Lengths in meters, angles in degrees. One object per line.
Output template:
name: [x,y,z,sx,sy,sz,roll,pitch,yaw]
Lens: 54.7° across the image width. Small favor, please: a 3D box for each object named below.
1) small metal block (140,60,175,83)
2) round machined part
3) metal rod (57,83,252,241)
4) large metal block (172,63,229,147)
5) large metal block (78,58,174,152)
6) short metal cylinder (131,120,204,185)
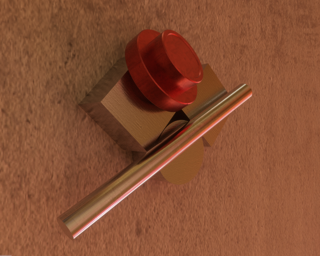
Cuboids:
small metal block: [0.002,-0.069,0.408,0.050,0.025,0.050,50,60,-29]
round machined part: [0.012,-0.070,0.349,0.098,0.042,0.098,32,42,-34]
metal rod: [0.019,0.018,0.358,0.302,0.025,0.025,-35,112,-35]
large metal block: [0.051,-0.031,0.435,0.080,0.050,0.080,49,61,-29]
large metal block: [-0.032,-0.029,0.363,0.080,0.050,0.080,50,60,-29]
short metal cylinder: [0.011,0.030,0.400,0.081,0.050,0.079,0,90,-40]
